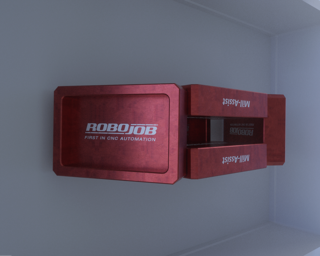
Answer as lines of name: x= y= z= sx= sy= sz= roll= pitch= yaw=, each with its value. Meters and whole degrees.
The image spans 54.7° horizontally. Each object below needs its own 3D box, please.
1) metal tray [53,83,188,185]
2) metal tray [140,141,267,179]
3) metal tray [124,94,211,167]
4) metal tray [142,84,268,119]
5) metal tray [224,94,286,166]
metal tray: x=-0.041 y=0.004 z=0.304 sx=0.030 sy=0.130 sz=0.089 roll=0 pitch=91 yaw=-72
metal tray: x=0.053 y=0.034 z=0.367 sx=0.131 sy=0.090 sz=0.030 roll=0 pitch=90 yaw=-40
metal tray: x=0.014 y=0.003 z=0.413 sx=0.131 sy=0.030 sz=0.089 roll=-1 pitch=91 yaw=-41
metal tray: x=0.054 y=-0.027 z=0.367 sx=0.131 sy=0.090 sz=0.030 roll=0 pitch=90 yaw=-40
metal tray: x=0.131 y=0.002 z=0.447 sx=0.030 sy=0.130 sz=0.089 roll=1 pitch=90 yaw=-10
